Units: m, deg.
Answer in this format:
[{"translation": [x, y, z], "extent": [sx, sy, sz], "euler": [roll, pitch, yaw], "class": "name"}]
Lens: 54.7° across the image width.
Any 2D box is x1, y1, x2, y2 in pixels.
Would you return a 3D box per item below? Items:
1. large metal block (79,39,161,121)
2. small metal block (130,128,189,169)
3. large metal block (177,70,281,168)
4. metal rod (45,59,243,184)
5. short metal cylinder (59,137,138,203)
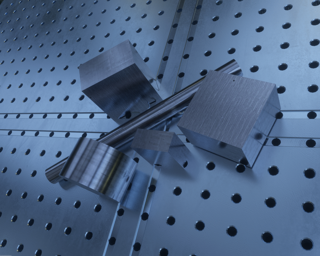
[{"translation": [-0.056, -0.065, 0.442], "extent": [0.080, 0.080, 0.050], "euler": [-25, 53, 12], "class": "large metal block"}, {"translation": [0.001, 0.025, 0.375], "extent": [0.050, 0.050, 0.025], "euler": [5, 65, 30], "class": "small metal block"}, {"translation": [0.080, -0.013, 0.354], "extent": [0.080, 0.050, 0.080], "euler": [21, 73, 35], "class": "large metal block"}, {"translation": [-0.027, -0.005, 0.423], "extent": [0.301, 0.025, 0.025], "euler": [-30, 52, 8], "class": "metal rod"}, {"translation": [-0.074, 0.052, 0.377], "extent": [0.080, 0.080, 0.050], "euler": [12, 68, 33], "class": "short metal cylinder"}]
